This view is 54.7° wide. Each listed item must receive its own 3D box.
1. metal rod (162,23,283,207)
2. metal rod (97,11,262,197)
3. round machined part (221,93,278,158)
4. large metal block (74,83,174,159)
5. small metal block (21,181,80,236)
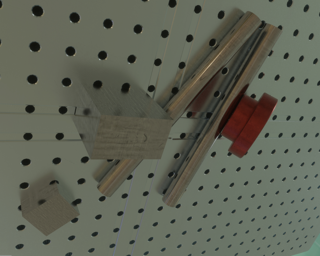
[{"bbox_3d":[0.083,-0.008,0.453,0.025,0.025,0.298,17,109,-35],"label":"metal rod"},{"bbox_3d":[0.021,-0.027,0.407,0.299,0.025,0.025,-49,129,6],"label":"metal rod"},{"bbox_3d":[0.122,-0.009,0.442,0.098,0.042,0.098,-55,169,-16],"label":"round machined part"},{"bbox_3d":[-0.044,-0.008,0.348,0.081,0.080,0.050,3,117,-30],"label":"large metal block"},{"bbox_3d":[-0.141,0.104,0.400,0.050,0.025,0.050,-32,129,-8],"label":"small metal block"}]
